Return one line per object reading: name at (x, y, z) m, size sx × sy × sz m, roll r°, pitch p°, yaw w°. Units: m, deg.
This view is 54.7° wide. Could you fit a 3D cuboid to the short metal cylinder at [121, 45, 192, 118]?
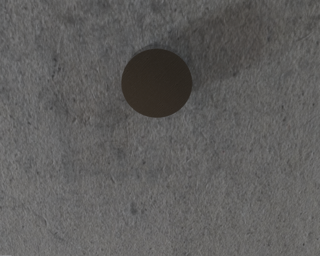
short metal cylinder at (-0.004, -0.058, 0.375) m, size 0.081 × 0.050 × 0.079 m, roll 0°, pitch 110°, yaw -1°
